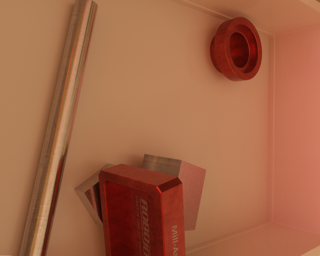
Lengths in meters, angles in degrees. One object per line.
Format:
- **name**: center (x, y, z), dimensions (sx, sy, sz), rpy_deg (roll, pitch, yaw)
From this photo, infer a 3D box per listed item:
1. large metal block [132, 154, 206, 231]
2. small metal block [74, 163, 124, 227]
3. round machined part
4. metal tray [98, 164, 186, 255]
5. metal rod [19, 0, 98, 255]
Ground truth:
- **large metal block**: center (0.013, 0.082, 0.388), dimensions (0.080, 0.050, 0.080), rpy_deg (29, 71, -58)
- **small metal block**: center (-0.061, 0.077, 0.357), dimensions (0.050, 0.025, 0.050), rpy_deg (-38, 113, -34)
- **round machined part**: center (0.118, -0.123, 0.497), dimensions (0.099, 0.042, 0.097), rpy_deg (0, 90, -40)
- **metal tray**: center (-0.019, 0.108, 0.317), dimensions (0.030, 0.090, 0.129), rpy_deg (-14, 105, -46)
- **metal rod**: center (-0.105, 0.010, 0.319), dimensions (0.025, 0.025, 0.299), rpy_deg (16, 80, -39)
